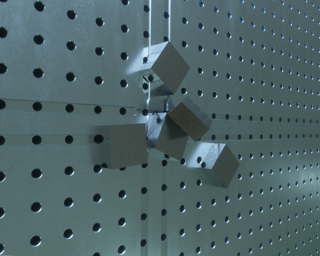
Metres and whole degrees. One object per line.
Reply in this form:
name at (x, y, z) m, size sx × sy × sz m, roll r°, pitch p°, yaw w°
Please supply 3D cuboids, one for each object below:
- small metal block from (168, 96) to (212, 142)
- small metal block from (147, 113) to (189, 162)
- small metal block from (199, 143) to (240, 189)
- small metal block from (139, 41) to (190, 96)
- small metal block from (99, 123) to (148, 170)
small metal block at (0.042, -0.014, 0.419) m, size 0.050 × 0.025 × 0.050 m, roll 45°, pitch 19°, yaw -1°
small metal block at (0.010, 0.013, 0.420) m, size 0.050 × 0.025 × 0.050 m, roll 30°, pitch 72°, yaw -36°
small metal block at (0.095, 0.060, 0.492) m, size 0.050 × 0.025 × 0.050 m, roll 51°, pitch 60°, yaw -28°
small metal block at (0.007, -0.079, 0.417) m, size 0.050 × 0.025 × 0.050 m, roll 45°, pitch 63°, yaw -31°
small metal block at (-0.044, 0.020, 0.374) m, size 0.050 × 0.025 × 0.050 m, roll -5°, pitch 93°, yaw -40°
